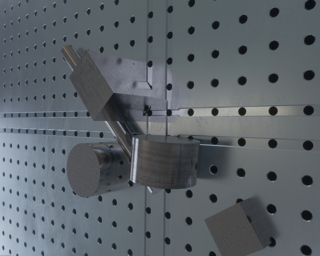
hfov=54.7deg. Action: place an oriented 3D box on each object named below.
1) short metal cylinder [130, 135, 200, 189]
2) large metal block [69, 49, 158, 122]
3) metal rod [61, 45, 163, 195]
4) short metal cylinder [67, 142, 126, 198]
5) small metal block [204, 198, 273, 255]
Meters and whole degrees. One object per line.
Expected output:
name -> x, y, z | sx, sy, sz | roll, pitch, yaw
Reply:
short metal cylinder -> 0.006, 0.037, 0.369 | 0.080, 0.081, 0.050 | 8, 95, 39
large metal block -> -0.064, -0.055, 0.426 | 0.050, 0.081, 0.080 | -49, 61, 29
metal rod -> -0.081, -0.027, 0.475 | 0.025, 0.025, 0.300 | -51, 60, 27
short metal cylinder -> -0.098, 0.062, 0.474 | 0.080, 0.050, 0.079 | 0, 90, 40
small metal block -> 0.085, 0.112, 0.339 | 0.050, 0.025, 0.050 | -39, 66, 33
